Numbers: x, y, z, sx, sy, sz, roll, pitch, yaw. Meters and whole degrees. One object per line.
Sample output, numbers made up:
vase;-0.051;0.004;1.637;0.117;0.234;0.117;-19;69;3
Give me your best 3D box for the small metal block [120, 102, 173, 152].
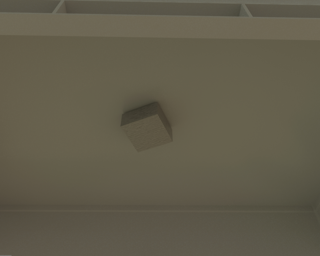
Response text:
small metal block;-0.016;0.000;0.404;0.050;0.025;0.050;-18;128;14
